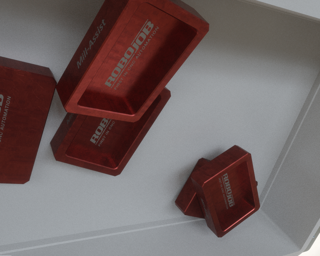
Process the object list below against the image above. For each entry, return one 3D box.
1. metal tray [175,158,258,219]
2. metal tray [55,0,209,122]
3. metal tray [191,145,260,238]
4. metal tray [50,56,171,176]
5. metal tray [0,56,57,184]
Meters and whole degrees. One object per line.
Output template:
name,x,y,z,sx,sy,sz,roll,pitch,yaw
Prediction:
metal tray,0.098,0.110,0.523,0.131,0.030,0.090,22,100,-37
metal tray,-0.026,-0.065,0.289,0.091,0.030,0.129,9,130,-46
metal tray,0.106,0.101,0.485,0.091,0.030,0.129,-31,125,-15
metal tray,-0.058,-0.010,0.368,0.090,0.030,0.129,24,105,-37
metal tray,-0.167,-0.006,0.311,0.091,0.030,0.129,10,114,-33
